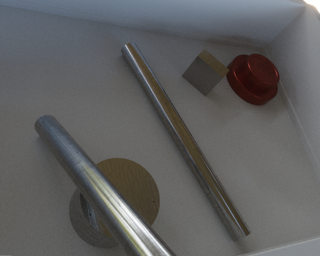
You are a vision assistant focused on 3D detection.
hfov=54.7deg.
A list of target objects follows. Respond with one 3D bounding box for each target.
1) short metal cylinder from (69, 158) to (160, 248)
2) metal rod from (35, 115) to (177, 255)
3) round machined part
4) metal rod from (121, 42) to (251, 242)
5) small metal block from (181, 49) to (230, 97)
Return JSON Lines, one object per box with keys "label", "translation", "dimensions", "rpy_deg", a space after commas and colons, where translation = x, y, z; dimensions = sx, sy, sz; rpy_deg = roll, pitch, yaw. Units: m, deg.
{"label": "short metal cylinder", "translation": [-0.047, 0.077, 0.318], "dimensions": [0.081, 0.050, 0.080], "rpy_deg": [14, 56, -21]}
{"label": "metal rod", "translation": [-0.037, 0.063, 0.243], "dimensions": [0.025, 0.025, 0.300], "rpy_deg": [-15, 36, -35]}
{"label": "round machined part", "translation": [0.169, -0.092, 0.545], "dimensions": [0.099, 0.042, 0.098], "rpy_deg": [14, 56, -21]}
{"label": "metal rod", "translation": [0.028, 0.008, 0.417], "dimensions": [0.025, 0.025, 0.299], "rpy_deg": [-20, 73, -36]}
{"label": "small metal block", "translation": [0.070, -0.085, 0.482], "dimensions": [0.050, 0.050, 0.025], "rpy_deg": [41, 51, -1]}
